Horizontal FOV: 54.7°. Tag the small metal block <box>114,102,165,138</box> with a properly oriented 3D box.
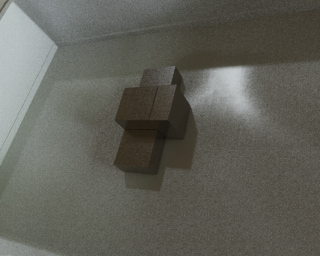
[{"bbox_3d":[-0.022,-0.009,0.405,0.050,0.050,0.025,0,62,28],"label":"small metal block"}]

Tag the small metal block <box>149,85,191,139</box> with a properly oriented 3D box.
[{"bbox_3d":[0.014,-0.019,0.392,0.025,0.050,0.050,0,62,28],"label":"small metal block"}]

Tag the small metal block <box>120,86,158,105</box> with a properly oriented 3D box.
[{"bbox_3d":[-0.017,-0.031,0.415,0.050,0.050,0.025,0,62,28],"label":"small metal block"}]

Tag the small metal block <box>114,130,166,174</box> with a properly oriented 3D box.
[{"bbox_3d":[-0.026,0.030,0.398,0.050,0.025,0.050,0,62,28],"label":"small metal block"}]

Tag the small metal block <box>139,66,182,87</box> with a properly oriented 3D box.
[{"bbox_3d":[-0.001,-0.058,0.440,0.050,0.025,0.050,0,62,28],"label":"small metal block"}]
